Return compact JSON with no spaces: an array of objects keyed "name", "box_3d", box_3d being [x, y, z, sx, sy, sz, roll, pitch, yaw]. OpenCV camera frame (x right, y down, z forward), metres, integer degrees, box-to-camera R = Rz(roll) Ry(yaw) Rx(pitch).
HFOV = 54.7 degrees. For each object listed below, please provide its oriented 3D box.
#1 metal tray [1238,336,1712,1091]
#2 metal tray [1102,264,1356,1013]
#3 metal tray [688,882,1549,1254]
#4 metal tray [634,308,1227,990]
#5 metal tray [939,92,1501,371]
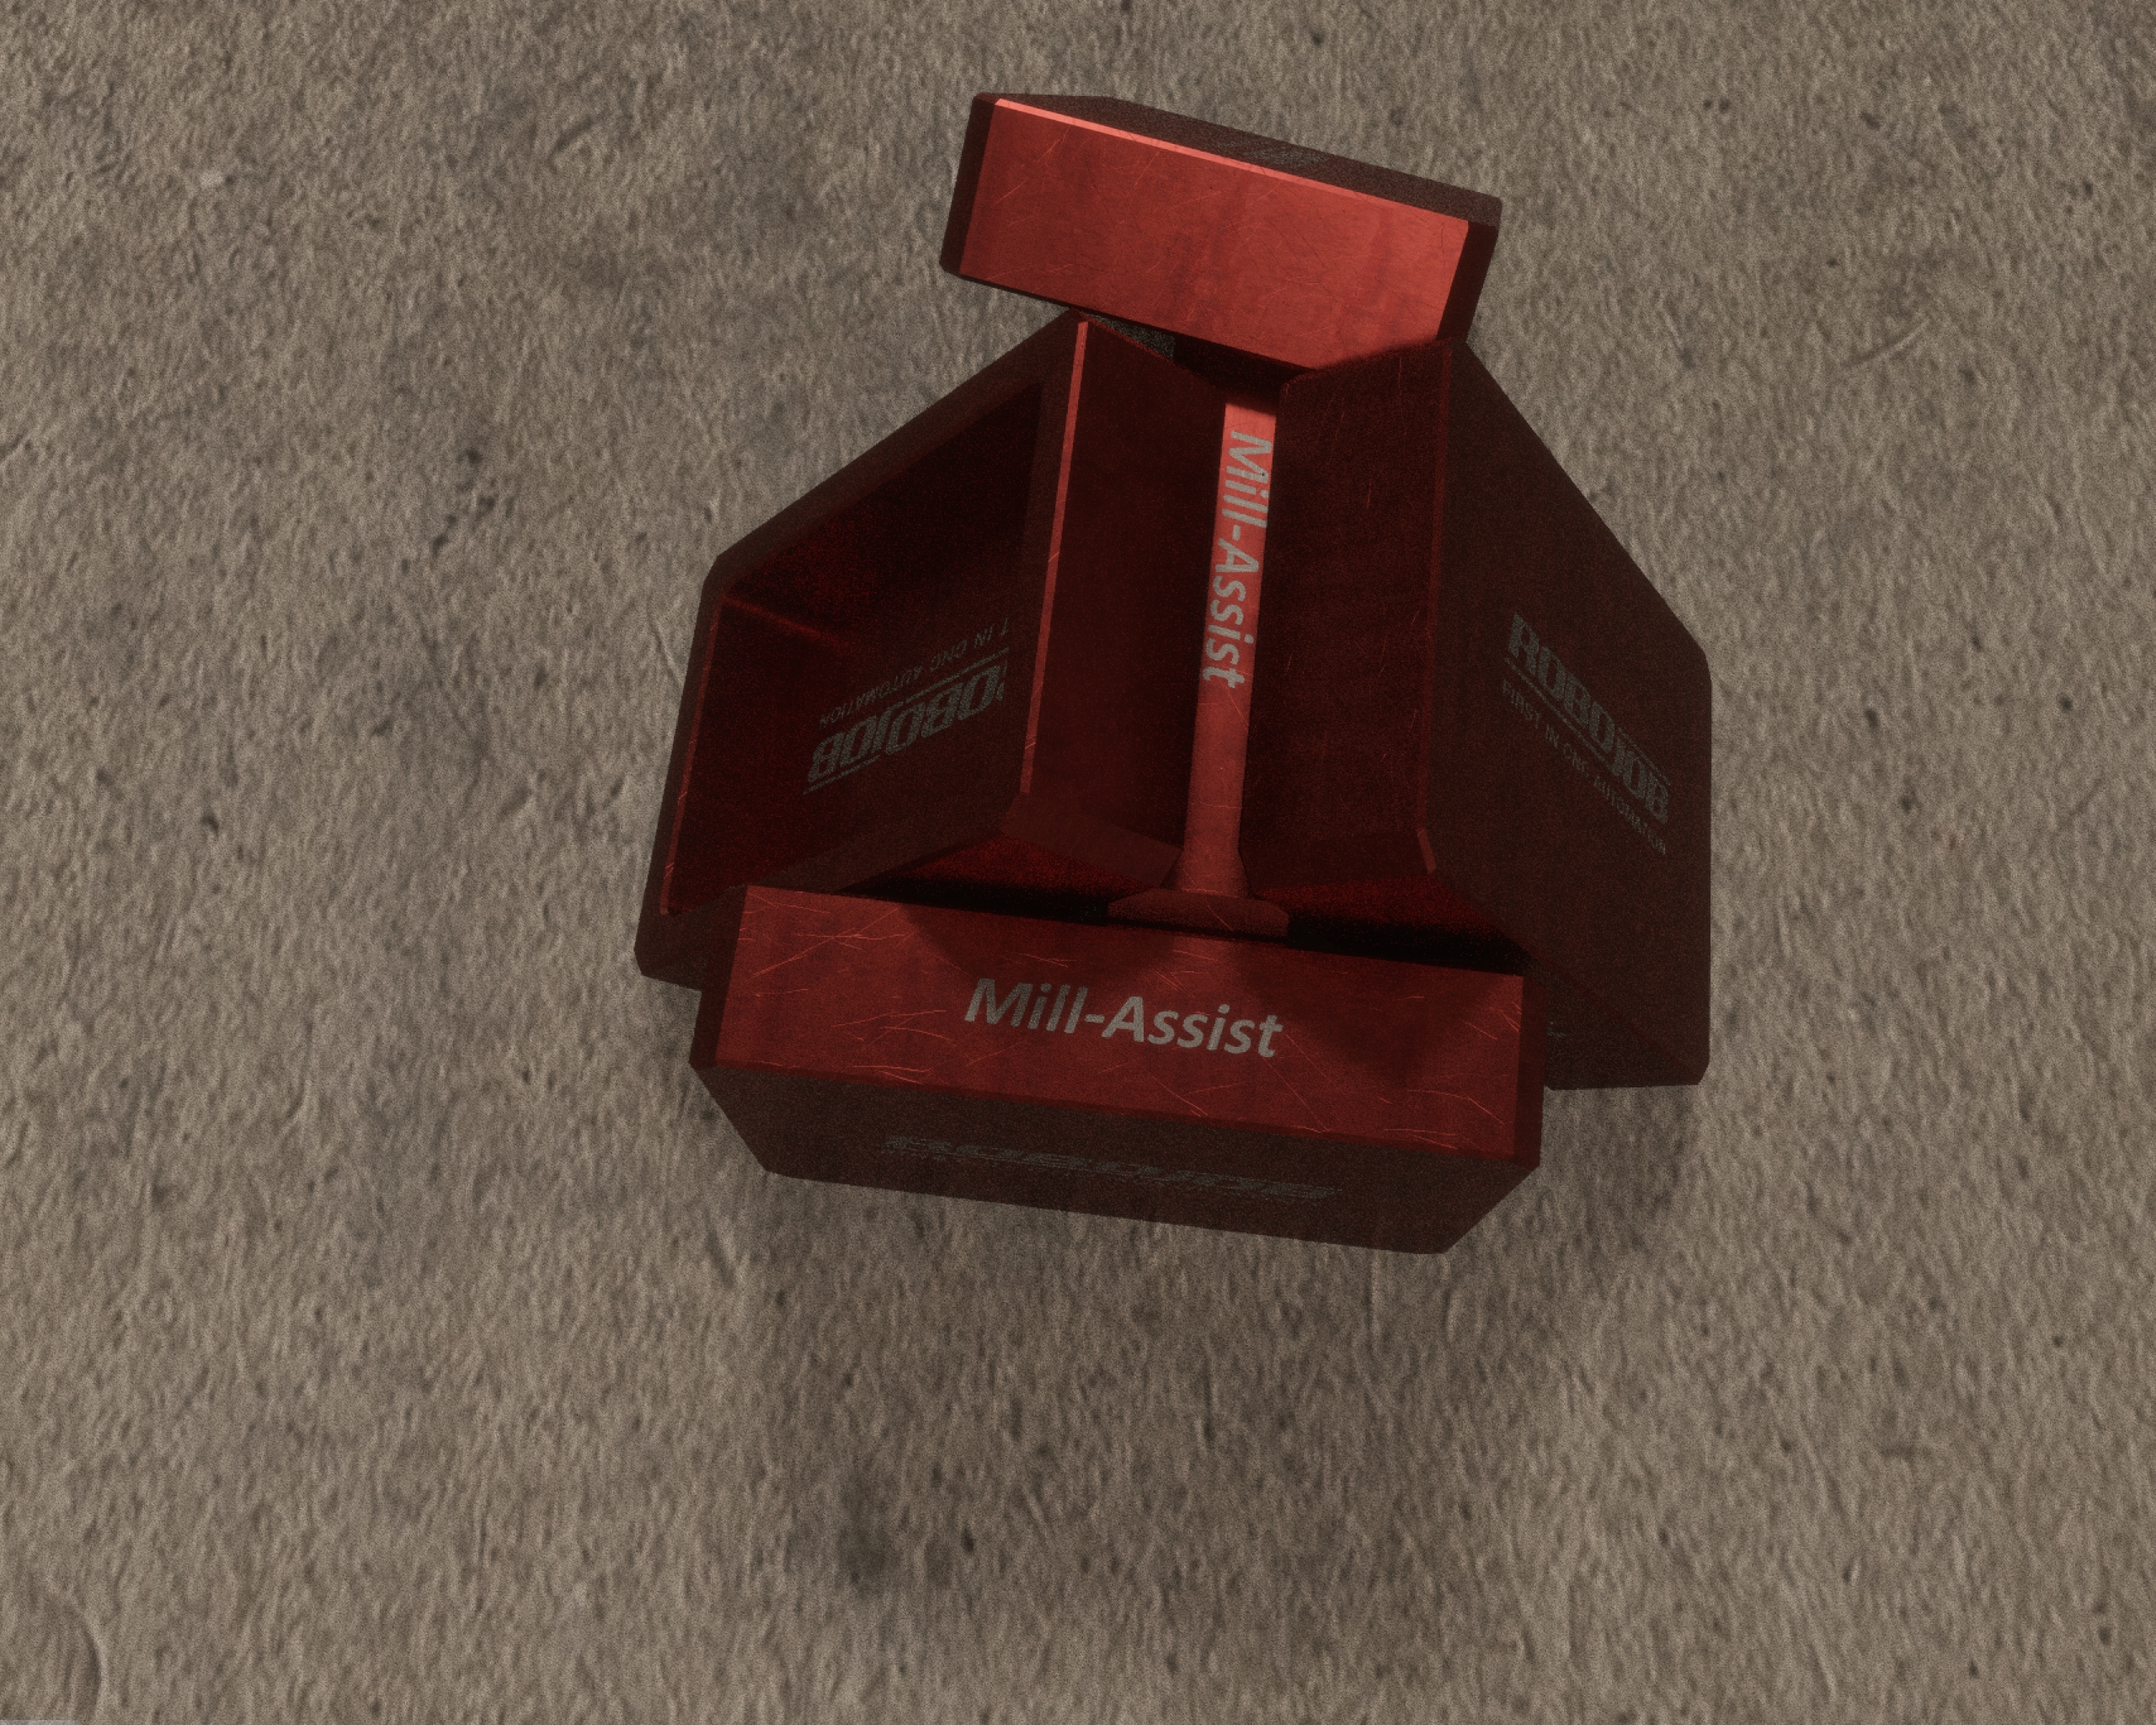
[{"name":"metal tray","box_3d":[0.076,-0.019,0.364,0.030,0.130,0.090,-7,67,33]},{"name":"metal tray","box_3d":[0.026,-0.036,0.388,0.030,0.090,0.130,7,70,2]},{"name":"metal tray","box_3d":[0.007,0.039,0.360,0.131,0.090,0.030,7,70,2]},{"name":"metal tray","box_3d":[-0.030,-0.029,0.368,0.030,0.130,0.090,20,66,-32]},{"name":"metal tray","box_3d":[0.034,-0.123,0.406,0.090,0.130,0.030,17,112,5]}]
